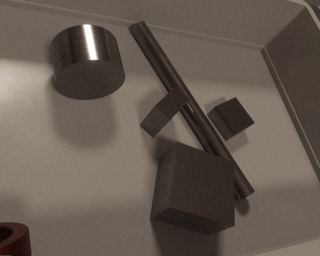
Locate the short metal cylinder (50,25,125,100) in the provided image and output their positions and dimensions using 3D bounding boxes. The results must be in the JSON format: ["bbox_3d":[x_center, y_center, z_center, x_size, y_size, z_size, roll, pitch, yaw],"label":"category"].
[{"bbox_3d":[-0.086,-0.076,0.371,0.081,0.080,0.050,-1,63,-29],"label":"short metal cylinder"}]

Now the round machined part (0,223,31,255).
[{"bbox_3d":[-0.146,0.105,0.223,0.099,0.098,0.042,-6,90,-31],"label":"round machined part"}]

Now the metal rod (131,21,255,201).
[{"bbox_3d":[0.041,-0.034,0.449,0.025,0.025,0.299,-21,73,-36],"label":"metal rod"}]

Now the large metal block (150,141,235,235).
[{"bbox_3d":[0.040,0.073,0.368,0.080,0.050,0.080,20,54,-17],"label":"large metal block"}]

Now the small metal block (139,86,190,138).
[{"bbox_3d":[0.006,-0.020,0.407,0.025,0.050,0.050,43,51,1],"label":"small metal block"}]

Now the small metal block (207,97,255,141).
[{"bbox_3d":[0.109,-0.014,0.475,0.050,0.025,0.050,-24,75,-37],"label":"small metal block"}]
